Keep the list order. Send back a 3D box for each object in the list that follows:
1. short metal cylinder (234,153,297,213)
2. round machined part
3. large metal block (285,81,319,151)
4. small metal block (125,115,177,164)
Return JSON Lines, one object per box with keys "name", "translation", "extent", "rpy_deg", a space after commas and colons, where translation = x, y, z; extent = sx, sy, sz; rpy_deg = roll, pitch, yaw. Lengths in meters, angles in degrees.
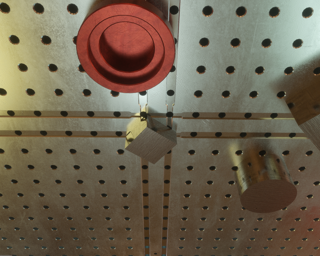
{"name": "short metal cylinder", "translation": [0.158, 0.084, 0.469], "extent": [0.081, 0.050, 0.079], "rpy_deg": [0, 130, 0]}
{"name": "round machined part", "translation": [-0.034, -0.088, 0.325], "extent": [0.099, 0.042, 0.097], "rpy_deg": [0, 130, 0]}
{"name": "large metal block", "translation": [0.219, -0.017, 0.383], "extent": [0.080, 0.050, 0.080], "rpy_deg": [-35, 122, 26]}
{"name": "small metal block", "translation": [-0.013, 0.017, 0.426], "extent": [0.050, 0.025, 0.050], "rpy_deg": [31, 124, -24]}
